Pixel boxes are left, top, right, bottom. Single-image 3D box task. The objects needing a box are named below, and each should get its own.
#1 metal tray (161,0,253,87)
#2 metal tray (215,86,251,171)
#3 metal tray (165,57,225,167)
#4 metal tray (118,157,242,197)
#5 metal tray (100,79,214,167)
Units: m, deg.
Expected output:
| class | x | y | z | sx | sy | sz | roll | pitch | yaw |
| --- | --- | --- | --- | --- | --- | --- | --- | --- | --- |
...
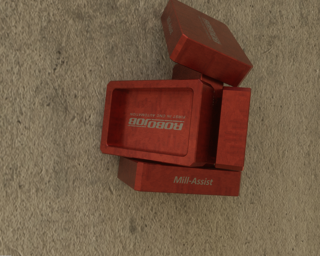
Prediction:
| class | x | y | z | sx | sy | sz | roll | pitch | yaw |
| --- | --- | --- | --- | --- | --- | --- | --- | --- | --- |
| metal tray | 0.052 | -0.109 | 0.381 | 0.091 | 0.130 | 0.030 | 19 | 125 | -20 |
| metal tray | 0.092 | 0.003 | 0.393 | 0.030 | 0.130 | 0.089 | 6 | 88 | 13 |
| metal tray | 0.040 | -0.021 | 0.391 | 0.030 | 0.090 | 0.129 | 8 | 88 | -20 |
| metal tray | 0.022 | 0.058 | 0.384 | 0.131 | 0.090 | 0.030 | 7 | 88 | -20 |
| metal tray | -0.007 | -0.008 | 0.357 | 0.030 | 0.130 | 0.089 | 9 | 86 | -57 |
